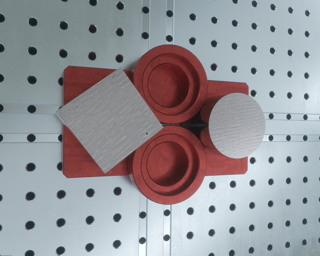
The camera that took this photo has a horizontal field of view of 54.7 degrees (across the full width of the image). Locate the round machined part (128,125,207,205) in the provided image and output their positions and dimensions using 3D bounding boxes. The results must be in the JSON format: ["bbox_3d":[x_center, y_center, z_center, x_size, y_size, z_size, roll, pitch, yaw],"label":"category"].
[{"bbox_3d":[0.006,0.045,0.396,0.099,0.042,0.097,0,90,-20],"label":"round machined part"}]

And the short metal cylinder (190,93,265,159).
[{"bbox_3d":[0.086,-0.003,0.398,0.081,0.050,0.079,0,90,-20],"label":"short metal cylinder"}]

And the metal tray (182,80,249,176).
[{"bbox_3d":[0.078,0.000,0.436,0.091,0.030,0.129,1,90,-20],"label":"metal tray"}]

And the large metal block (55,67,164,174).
[{"bbox_3d":[-0.057,-0.009,0.346,0.080,0.050,0.080,-38,103,-16],"label":"large metal block"}]

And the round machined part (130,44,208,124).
[{"bbox_3d":[0.008,-0.053,0.397,0.099,0.042,0.097,0,90,-20],"label":"round machined part"}]

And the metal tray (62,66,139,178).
[{"bbox_3d":[-0.073,-0.007,0.383,0.091,0.030,0.129,1,90,-21],"label":"metal tray"}]
